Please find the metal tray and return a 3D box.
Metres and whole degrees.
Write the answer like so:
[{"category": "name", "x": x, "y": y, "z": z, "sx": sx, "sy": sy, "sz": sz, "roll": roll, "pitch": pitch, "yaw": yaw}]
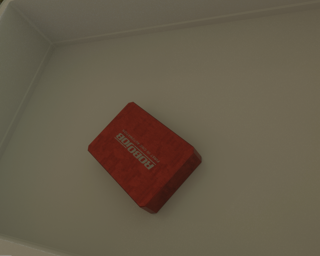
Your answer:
[{"category": "metal tray", "x": -0.024, "y": 0.032, "z": 0.394, "sx": 0.090, "sy": 0.030, "sz": 0.130, "roll": -48, "pitch": 52, "yaw": -6}]
